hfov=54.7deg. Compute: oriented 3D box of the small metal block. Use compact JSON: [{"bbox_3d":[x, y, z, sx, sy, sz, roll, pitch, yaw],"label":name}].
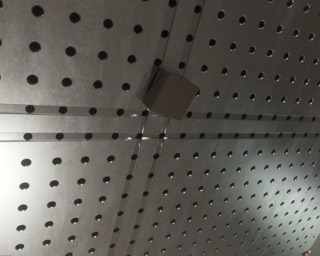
[{"bbox_3d":[0.014,-0.042,0.394,0.050,0.025,0.050,18,109,-36],"label":"small metal block"}]
